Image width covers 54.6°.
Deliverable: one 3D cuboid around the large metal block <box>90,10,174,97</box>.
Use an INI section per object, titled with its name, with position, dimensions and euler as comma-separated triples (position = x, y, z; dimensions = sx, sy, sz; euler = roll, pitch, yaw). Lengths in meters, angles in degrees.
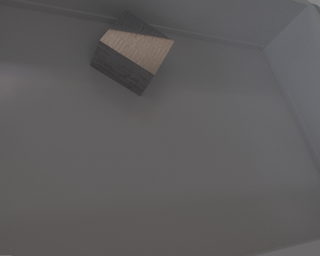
[large metal block]
position = -0.038, -0.105, 0.433
dimensions = 0.080, 0.050, 0.080
euler = 32, 52, -8
